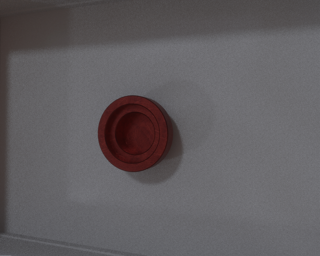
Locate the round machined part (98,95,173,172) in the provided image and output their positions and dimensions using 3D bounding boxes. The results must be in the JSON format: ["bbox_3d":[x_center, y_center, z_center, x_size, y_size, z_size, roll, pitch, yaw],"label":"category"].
[{"bbox_3d":[-0.029,0.007,0.412,0.098,0.042,0.097,0,90,20],"label":"round machined part"}]
